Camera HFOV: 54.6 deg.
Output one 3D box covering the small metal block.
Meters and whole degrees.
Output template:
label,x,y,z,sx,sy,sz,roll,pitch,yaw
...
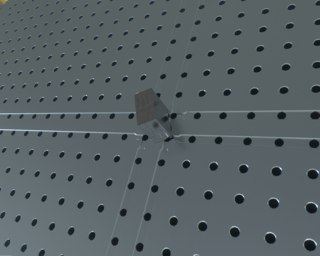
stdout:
label,x,y,z,sx,sy,sz,roll,pitch,yaw
small metal block,-0.009,-0.016,0.407,0.025,0.050,0.050,-20,54,16
